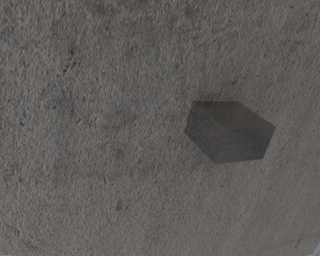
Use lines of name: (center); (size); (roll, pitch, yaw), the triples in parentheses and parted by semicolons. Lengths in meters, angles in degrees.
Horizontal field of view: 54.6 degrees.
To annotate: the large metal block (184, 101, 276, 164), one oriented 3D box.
large metal block: (0.092, 0.003, 0.422); (0.081, 0.080, 0.050); (-2, 119, -27)
